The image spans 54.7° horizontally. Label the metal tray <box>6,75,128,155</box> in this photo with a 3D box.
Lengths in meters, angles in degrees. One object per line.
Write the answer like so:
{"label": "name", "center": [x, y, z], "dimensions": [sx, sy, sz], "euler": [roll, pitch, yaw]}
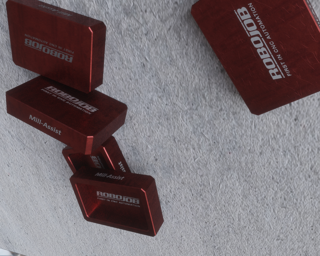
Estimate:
{"label": "metal tray", "center": [-0.121, -0.026, 0.412], "dimensions": [0.130, 0.090, 0.030], "euler": [26, 128, 12]}

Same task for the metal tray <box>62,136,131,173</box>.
{"label": "metal tray", "center": [-0.091, 0.078, 0.499], "dimensions": [0.090, 0.030, 0.129], "euler": [-9, 114, 32]}

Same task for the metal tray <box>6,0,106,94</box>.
{"label": "metal tray", "center": [-0.137, -0.110, 0.408], "dimensions": [0.130, 0.030, 0.089], "euler": [22, 127, 14]}

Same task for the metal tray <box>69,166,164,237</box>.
{"label": "metal tray", "center": [-0.065, 0.108, 0.465], "dimensions": [0.130, 0.030, 0.089], "euler": [4, 120, 26]}

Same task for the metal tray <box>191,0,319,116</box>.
{"label": "metal tray", "center": [0.102, -0.085, 0.297], "dimensions": [0.090, 0.030, 0.130], "euler": [-25, 105, 37]}
